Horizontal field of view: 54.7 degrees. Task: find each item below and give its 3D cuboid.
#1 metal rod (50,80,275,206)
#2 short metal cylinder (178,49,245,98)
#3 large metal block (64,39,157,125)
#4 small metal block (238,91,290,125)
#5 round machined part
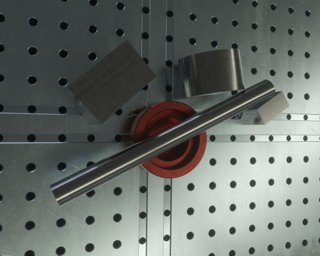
[{"bbox_3d":[0.018,0.009,0.374,0.302,0.025,0.025,-26,99,-18],"label":"metal rod"},{"bbox_3d":[0.068,-0.070,0.408,0.081,0.080,0.050,-10,94,-20],"label":"short metal cylinder"},{"bbox_3d":[-0.061,-0.049,0.361,0.080,0.080,0.050,-43,104,-15],"label":"large metal block"},{"bbox_3d":[0.150,-0.028,0.454,0.050,0.050,0.025,-34,101,-17],"label":"small metal block"},{"bbox_3d":[0.008,0.014,0.406,0.099,0.042,0.097,0,90,-20],"label":"round machined part"}]
